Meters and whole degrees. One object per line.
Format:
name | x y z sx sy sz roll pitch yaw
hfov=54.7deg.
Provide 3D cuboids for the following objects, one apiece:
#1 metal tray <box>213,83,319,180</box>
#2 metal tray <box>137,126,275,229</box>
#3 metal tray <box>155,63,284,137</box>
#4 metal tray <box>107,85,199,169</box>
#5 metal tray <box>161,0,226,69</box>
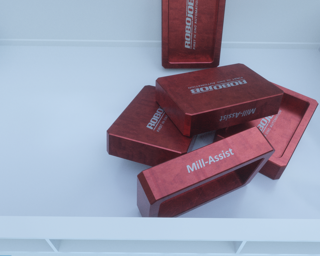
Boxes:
metal tray | 0.140 -0.005 0.407 0.090 0.030 0.131 28 55 21
metal tray | 0.042 0.053 0.317 0.131 0.090 0.030 -20 61 -16
metal tray | 0.070 -0.040 0.382 0.131 0.030 0.090 -13 39 -19
metal tray | 0.002 -0.006 0.383 0.090 0.030 0.130 14 35 11
metal tray | 0.048 -0.156 0.467 0.091 0.129 0.030 -1 32 -1
